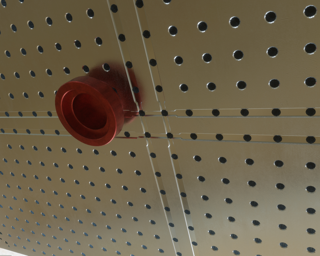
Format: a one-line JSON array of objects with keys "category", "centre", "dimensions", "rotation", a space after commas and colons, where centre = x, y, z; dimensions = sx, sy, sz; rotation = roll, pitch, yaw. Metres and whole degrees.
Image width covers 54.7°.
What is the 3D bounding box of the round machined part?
[{"category": "round machined part", "centre": [-0.092, -0.026, 0.431], "dimensions": [0.098, 0.042, 0.097], "rotation": [13, 124, 20]}]
